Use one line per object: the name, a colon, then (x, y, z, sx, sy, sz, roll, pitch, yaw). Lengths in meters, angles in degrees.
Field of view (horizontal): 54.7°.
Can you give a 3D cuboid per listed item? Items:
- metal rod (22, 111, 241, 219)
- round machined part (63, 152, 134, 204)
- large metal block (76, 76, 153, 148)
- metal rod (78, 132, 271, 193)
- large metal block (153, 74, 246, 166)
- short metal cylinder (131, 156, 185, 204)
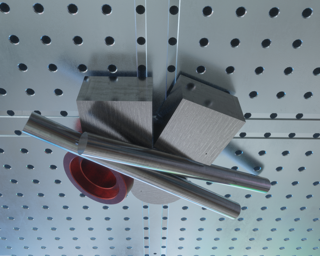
metal rod: (-0.017, 0.056, 0.387, 0.301, 0.025, 0.025, 27, 125, -23)
round machined part: (-0.079, 0.056, 0.428, 0.098, 0.042, 0.097, 14, 129, 18)
large metal block: (-0.049, -0.015, 0.373, 0.081, 0.050, 0.079, 1, 130, -1)
metal rod: (0.041, 0.053, 0.403, 0.302, 0.025, 0.025, 17, 130, -33)
large metal block: (0.044, -0.008, 0.383, 0.080, 0.050, 0.079, 19, 128, -16)
short metal cylinder: (-0.001, 0.065, 0.445, 0.081, 0.050, 0.079, 0, 130, 0)
